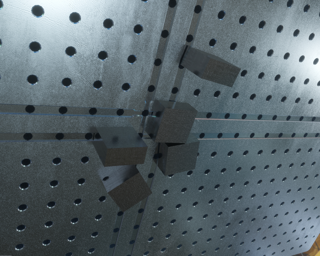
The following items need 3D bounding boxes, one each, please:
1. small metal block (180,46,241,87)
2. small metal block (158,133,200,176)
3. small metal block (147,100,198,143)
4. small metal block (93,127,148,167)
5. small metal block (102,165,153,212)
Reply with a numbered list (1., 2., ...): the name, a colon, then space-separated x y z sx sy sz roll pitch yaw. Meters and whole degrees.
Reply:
1. small metal block: 0.062 -0.076 0.384 0.050 0.050 0.025 9 114 -33
2. small metal block: 0.027 0.038 0.451 0.050 0.025 0.050 -9 123 -24
3. small metal block: 0.016 -0.008 0.417 0.050 0.025 0.050 4 117 -31
4. small metal block: -0.050 0.022 0.382 0.050 0.050 0.025 -1 119 -29
5. small metal block: -0.046 0.084 0.440 0.050 0.025 0.050 -32 129 -8
